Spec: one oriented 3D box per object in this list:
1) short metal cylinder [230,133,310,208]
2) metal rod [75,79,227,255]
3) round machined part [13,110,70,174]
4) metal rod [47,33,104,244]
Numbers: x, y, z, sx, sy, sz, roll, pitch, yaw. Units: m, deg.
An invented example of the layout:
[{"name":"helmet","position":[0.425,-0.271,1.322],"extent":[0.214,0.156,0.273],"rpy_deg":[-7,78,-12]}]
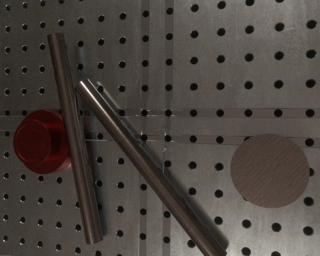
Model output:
[{"name":"short metal cylinder","position":[0.125,0.046,0.355],"extent":[0.080,0.050,0.079],"rpy_deg":[0,90,19]},{"name":"metal rod","position":[-0.019,0.051,0.418],"extent":[0.025,0.025,0.300],"rpy_deg":[-43,77,15]},{"name":"round machined part","position":[-0.178,0.021,0.465],"extent":[0.098,0.042,0.097],"rpy_deg":[0,90,19]},{"name":"metal rod","position":[-0.121,0.015,0.443],"extent":[0.025,0.025,0.298],"rpy_deg":[-10,91,19]}]
